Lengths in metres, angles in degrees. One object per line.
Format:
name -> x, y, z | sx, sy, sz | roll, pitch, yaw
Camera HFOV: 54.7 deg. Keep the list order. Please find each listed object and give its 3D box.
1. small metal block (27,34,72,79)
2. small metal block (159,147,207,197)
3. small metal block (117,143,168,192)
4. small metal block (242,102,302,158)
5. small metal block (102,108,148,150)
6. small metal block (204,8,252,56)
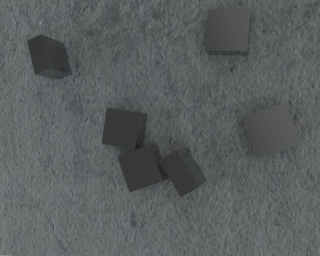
small metal block -> -0.160, -0.102, 0.450 | 0.025, 0.050, 0.050 | -17, 85, 19
small metal block -> 0.030, 0.053, 0.385 | 0.025, 0.050, 0.050 | -34, 80, 17
small metal block -> -0.022, 0.053, 0.416 | 0.050, 0.025, 0.050 | -22, 83, 18
small metal block -> 0.130, 0.003, 0.363 | 0.050, 0.025, 0.050 | -20, 84, 18
small metal block -> -0.048, 0.001, 0.425 | 0.050, 0.025, 0.050 | 10, 93, 19
small metal block -> 0.084, -0.117, 0.379 | 0.050, 0.025, 0.050 | 6, 92, 19
